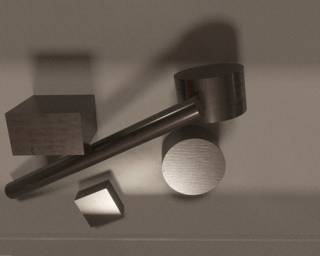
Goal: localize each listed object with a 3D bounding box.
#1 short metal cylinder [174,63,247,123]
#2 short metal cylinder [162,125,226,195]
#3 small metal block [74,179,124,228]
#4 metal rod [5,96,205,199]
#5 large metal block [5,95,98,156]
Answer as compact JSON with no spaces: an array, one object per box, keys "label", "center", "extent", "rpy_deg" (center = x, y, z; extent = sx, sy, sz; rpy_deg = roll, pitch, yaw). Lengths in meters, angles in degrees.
[{"label":"short metal cylinder","center":[0.060,-0.043,0.367],"extent":[0.080,0.080,0.050],"rpy_deg":[-9,110,3]},{"label":"short metal cylinder","center":[0.043,0.042,0.414],"extent":[0.081,0.050,0.079],"rpy_deg":[0,110,-1]},{"label":"small metal block","center":[-0.087,0.110,0.451],"extent":[0.050,0.025,0.050],"rpy_deg":[-22,109,7]},{"label":"metal rod","center":[-0.085,0.034,0.383],"extent":[0.300,0.025,0.025],"rpy_deg":[-24,109,23]},{"label":"large metal block","center":[-0.126,-0.006,0.378],"extent":[0.081,0.080,0.050],"rpy_deg":[-1,110,0]}]
